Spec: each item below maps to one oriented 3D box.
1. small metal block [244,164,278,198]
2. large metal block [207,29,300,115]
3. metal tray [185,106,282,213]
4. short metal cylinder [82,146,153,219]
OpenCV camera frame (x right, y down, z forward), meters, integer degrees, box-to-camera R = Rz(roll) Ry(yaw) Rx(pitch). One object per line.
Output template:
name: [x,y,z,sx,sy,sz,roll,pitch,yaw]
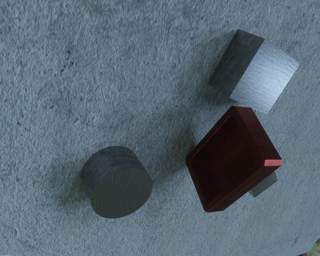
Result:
small metal block: [0.164,0.084,0.535,0.050,0.050,0.025,-34,129,-6]
large metal block: [0.125,-0.073,0.416,0.081,0.050,0.080,18,109,-36]
metal tray: [0.090,0.044,0.414,0.030,0.090,0.129,3,140,-30]
short metal cylinder: [-0.056,0.070,0.405,0.081,0.050,0.079,-14,125,-21]
